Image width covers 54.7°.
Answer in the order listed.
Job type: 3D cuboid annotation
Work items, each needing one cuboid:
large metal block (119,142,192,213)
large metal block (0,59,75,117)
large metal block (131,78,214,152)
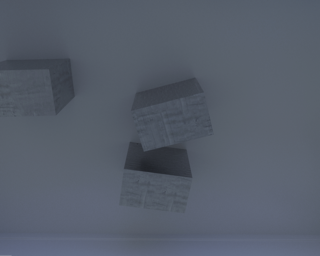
[{"bbox_3d":[-0.006,0.062,0.405,0.081,0.080,0.050,8,110,-4],"label":"large metal block"},{"bbox_3d":[-0.153,-0.050,0.362,0.081,0.080,0.050,-1,110,0],"label":"large metal block"},{"bbox_3d":[0.014,-0.019,0.375,0.080,0.080,0.050,-14,110,5],"label":"large metal block"}]
